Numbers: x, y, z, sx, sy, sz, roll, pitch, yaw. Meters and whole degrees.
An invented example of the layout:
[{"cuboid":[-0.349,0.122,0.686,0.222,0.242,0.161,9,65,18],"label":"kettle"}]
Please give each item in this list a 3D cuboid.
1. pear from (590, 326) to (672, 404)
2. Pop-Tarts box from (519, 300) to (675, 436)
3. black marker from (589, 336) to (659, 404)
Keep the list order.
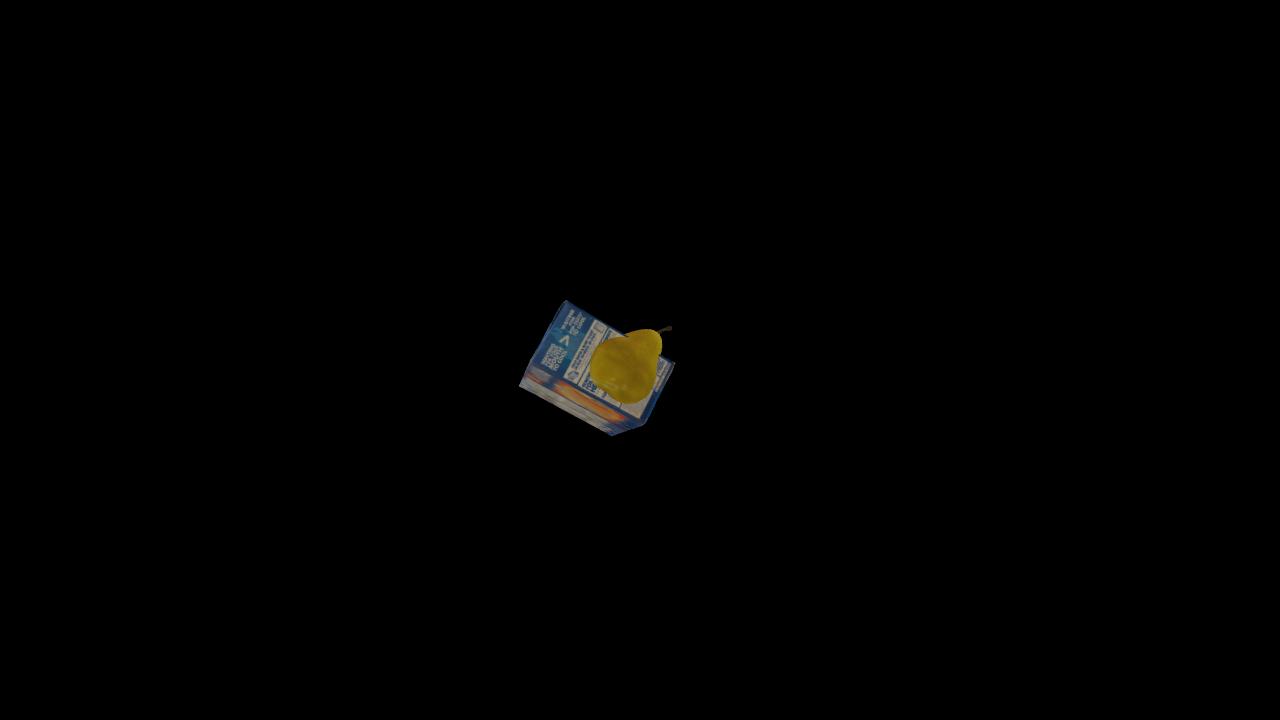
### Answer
[{"cuboid":[-0.009,-0.005,0.674,0.080,0.111,0.080,29,-20,11],"label":"pear"},{"cuboid":[-0.058,0.018,0.730,0.141,0.083,0.167,29,-18,-8],"label":"Pop-Tarts box"},{"cuboid":[-0.036,0.019,0.720,0.020,0.020,0.121,0,-22,18],"label":"black marker"}]
